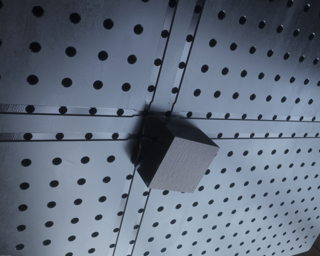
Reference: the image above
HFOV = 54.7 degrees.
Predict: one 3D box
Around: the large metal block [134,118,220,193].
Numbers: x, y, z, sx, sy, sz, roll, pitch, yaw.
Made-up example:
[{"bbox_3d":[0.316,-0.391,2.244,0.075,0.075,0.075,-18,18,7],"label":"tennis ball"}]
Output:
[{"bbox_3d":[0.023,0.041,0.435,0.081,0.050,0.080,15,111,-35],"label":"large metal block"}]
